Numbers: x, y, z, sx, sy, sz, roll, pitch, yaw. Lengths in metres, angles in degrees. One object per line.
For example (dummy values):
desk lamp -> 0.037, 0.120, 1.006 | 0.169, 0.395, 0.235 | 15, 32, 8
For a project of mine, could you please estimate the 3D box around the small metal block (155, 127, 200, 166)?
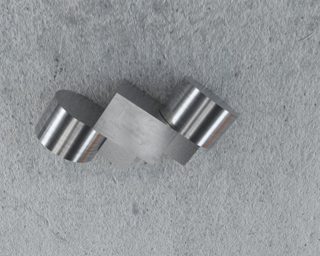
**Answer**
small metal block -> 0.026, 0.015, 0.417 | 0.050, 0.025, 0.050 | 34, 107, -12

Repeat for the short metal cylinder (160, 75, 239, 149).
short metal cylinder -> 0.047, -0.020, 0.375 | 0.080, 0.080, 0.050 | 34, 107, -12

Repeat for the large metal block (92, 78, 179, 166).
large metal block -> -0.027, -0.011, 0.378 | 0.080, 0.080, 0.050 | 33, 107, -12

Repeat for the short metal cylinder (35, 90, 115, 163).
short metal cylinder -> -0.103, -0.003, 0.380 | 0.080, 0.080, 0.050 | 33, 107, -12

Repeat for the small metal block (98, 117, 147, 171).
small metal block -> -0.052, 0.021, 0.419 | 0.050, 0.025, 0.050 | 34, 107, -12
